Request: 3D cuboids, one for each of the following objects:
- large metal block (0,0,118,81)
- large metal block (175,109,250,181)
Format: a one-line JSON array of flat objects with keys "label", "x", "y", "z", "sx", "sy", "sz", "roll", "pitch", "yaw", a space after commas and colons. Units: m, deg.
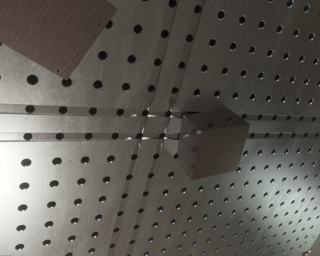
[{"label": "large metal block", "x": -0.100, "y": -0.103, "z": 0.277, "sx": 0.080, "sy": 0.050, "sz": 0.080, "roll": 31, "pitch": 101, "yaw": -38}, {"label": "large metal block", "x": 0.075, "y": 0.022, "z": 0.452, "sx": 0.081, "sy": 0.050, "sz": 0.079, "roll": -8, "pitch": 122, "yaw": -25}]
